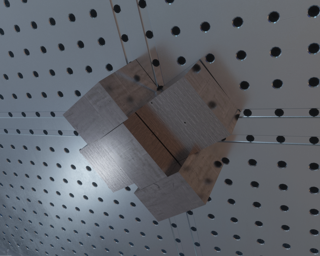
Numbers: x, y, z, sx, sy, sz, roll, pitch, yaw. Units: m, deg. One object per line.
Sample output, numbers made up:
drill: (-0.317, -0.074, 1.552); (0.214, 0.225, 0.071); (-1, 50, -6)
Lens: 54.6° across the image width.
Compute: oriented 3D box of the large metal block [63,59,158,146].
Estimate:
large metal block: (-0.059, -0.032, 0.387); (0.080, 0.080, 0.050); (-32, 100, 38)

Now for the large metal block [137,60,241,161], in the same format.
large metal block: (0.033, -0.018, 0.366); (0.080, 0.050, 0.080); (-32, 103, 38)

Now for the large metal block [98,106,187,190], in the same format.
large metal block: (-0.016, 0.017, 0.395); (0.050, 0.080, 0.080); (-32, 100, 38)

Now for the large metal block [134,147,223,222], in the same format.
large metal block: (0.026, 0.066, 0.403); (0.080, 0.080, 0.050); (-32, 100, 37)

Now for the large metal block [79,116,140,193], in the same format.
large metal block: (-0.055, 0.037, 0.449); (0.080, 0.050, 0.080); (-30, 102, 38)
